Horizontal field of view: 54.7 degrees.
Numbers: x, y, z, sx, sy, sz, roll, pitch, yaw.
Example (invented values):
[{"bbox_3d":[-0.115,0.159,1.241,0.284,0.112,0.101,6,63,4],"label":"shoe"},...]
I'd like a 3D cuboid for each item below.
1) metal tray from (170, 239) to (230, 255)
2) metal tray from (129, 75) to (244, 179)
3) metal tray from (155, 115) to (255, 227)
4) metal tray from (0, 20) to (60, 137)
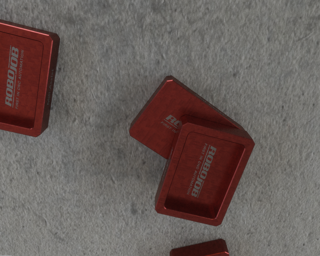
[{"bbox_3d":[0.075,0.247,0.499,0.090,0.030,0.129,-14,110,4],"label":"metal tray"},{"bbox_3d":[0.037,0.004,0.409,0.130,0.030,0.090,34,106,-12],"label":"metal tray"},{"bbox_3d":[0.053,0.057,0.396,0.091,0.030,0.129,15,110,-6],"label":"metal tray"},{"bbox_3d":[-0.181,-0.061,0.382,0.091,0.030,0.129,13,110,-6],"label":"metal tray"}]
